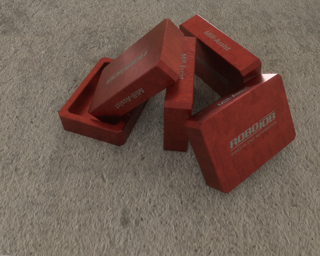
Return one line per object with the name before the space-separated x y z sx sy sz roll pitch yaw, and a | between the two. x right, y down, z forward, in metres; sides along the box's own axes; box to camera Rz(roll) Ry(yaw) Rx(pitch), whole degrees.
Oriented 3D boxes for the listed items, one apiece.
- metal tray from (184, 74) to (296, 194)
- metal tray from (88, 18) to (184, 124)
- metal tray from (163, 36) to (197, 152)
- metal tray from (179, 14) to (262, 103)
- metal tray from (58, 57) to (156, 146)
metal tray | 0.098 0.003 0.361 0.131 0.090 0.030 -32 22 -24
metal tray | -0.031 -0.068 0.388 0.130 0.030 0.090 -28 38 36
metal tray | 0.026 -0.046 0.401 0.030 0.089 0.130 5 51 4
metal tray | 0.083 -0.090 0.436 0.030 0.090 0.130 -35 57 -9
metal tray | -0.068 -0.042 0.436 0.090 0.030 0.130 16 52 12
